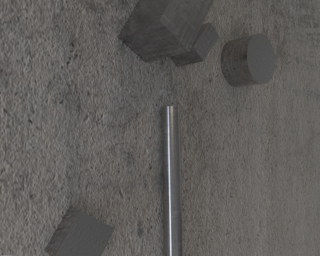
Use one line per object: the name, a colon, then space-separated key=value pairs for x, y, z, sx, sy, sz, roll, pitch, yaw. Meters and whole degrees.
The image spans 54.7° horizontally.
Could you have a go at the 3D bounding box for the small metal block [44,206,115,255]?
small metal block: x=-0.085 y=0.120 z=0.334 sx=0.050 sy=0.025 sz=0.050 roll=41 pitch=65 yaw=-33

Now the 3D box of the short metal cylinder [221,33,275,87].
short metal cylinder: x=0.145 y=-0.110 z=0.510 sx=0.081 sy=0.050 sz=0.080 roll=0 pitch=90 yaw=-40

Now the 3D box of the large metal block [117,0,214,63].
large metal block: x=0.006 y=-0.132 z=0.374 sx=0.050 sy=0.080 sz=0.080 roll=38 pitch=67 yaw=-34

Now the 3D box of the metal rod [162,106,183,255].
metal rod: x=0.017 y=0.120 z=0.419 sx=0.025 sy=0.025 sz=0.298 roll=-2 pitch=91 yaw=-40

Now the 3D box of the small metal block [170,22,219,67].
small metal block: x=0.045 y=-0.114 z=0.426 sx=0.025 sy=0.050 sz=0.050 roll=48 pitch=62 yaw=-30
